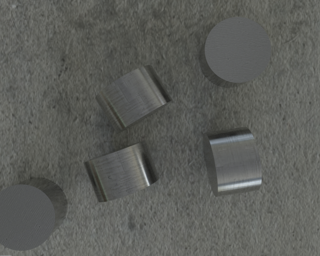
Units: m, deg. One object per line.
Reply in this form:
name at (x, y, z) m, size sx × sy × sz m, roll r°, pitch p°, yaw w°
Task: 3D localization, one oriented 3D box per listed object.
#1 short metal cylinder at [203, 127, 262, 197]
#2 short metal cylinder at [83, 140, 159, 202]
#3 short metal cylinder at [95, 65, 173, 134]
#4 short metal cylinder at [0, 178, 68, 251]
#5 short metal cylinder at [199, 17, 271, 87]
short metal cylinder at (0.087, 0.041, 0.384) m, size 0.050 × 0.080 × 0.080 m, roll -9°, pitch 90°, yaw 0°
short metal cylinder at (-0.047, 0.052, 0.382) m, size 0.080 × 0.080 × 0.050 m, roll -20°, pitch 90°, yaw 0°
short metal cylinder at (-0.031, -0.035, 0.382) m, size 0.080 × 0.080 × 0.050 m, roll -31°, pitch 90°, yaw 0°
short metal cylinder at (-0.166, 0.107, 0.395) m, size 0.081 × 0.050 × 0.079 m, roll 0°, pitch 90°, yaw -1°
short metal cylinder at (0.094, -0.095, 0.399) m, size 0.081 × 0.050 × 0.079 m, roll 0°, pitch 90°, yaw -1°
